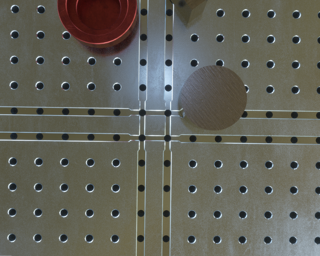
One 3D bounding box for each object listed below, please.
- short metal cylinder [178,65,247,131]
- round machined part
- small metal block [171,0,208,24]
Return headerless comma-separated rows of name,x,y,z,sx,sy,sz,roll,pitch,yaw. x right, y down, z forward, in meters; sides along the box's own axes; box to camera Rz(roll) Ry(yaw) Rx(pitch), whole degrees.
short metal cylinder,0.066,-0.037,0.402,0.081,0.050,0.079,0,90,-1
round machined part,-0.078,-0.153,0.404,0.099,0.042,0.097,0,90,-1
small metal block,0.034,-0.171,0.401,0.025,0.050,0.050,-37,90,0
